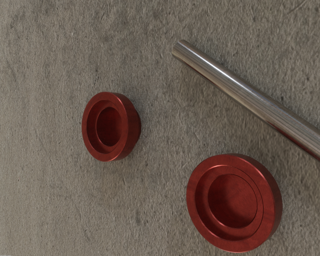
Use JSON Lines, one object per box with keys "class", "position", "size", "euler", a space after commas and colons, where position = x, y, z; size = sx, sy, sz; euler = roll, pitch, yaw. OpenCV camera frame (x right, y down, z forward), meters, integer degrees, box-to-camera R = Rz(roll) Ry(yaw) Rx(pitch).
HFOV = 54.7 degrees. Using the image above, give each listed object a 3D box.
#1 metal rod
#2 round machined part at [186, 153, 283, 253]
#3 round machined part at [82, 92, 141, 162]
{"class": "metal rod", "position": [0.118, -0.010, 0.306], "size": [0.300, 0.025, 0.025], "euler": [43, 116, 31]}
{"class": "round machined part", "position": [0.080, 0.075, 0.327], "size": [0.098, 0.042, 0.097], "euler": [0, 90, 39]}
{"class": "round machined part", "position": [-0.066, -0.002, 0.446], "size": [0.098, 0.042, 0.097], "euler": [0, 90, 39]}
